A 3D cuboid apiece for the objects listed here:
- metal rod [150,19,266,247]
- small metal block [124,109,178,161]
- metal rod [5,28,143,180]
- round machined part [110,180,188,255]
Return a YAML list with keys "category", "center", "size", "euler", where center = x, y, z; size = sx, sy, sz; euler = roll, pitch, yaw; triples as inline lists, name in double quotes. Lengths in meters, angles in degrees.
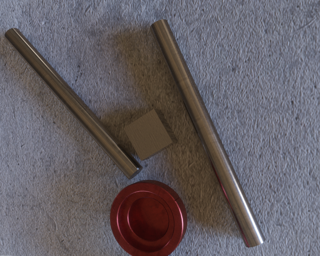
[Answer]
- category: "metal rod"
  center: [0.056, 0.000, 0.389]
  size: [0.025, 0.025, 0.299]
  euler: [-26, 82, 18]
- category: "small metal block"
  center: [-0.012, 0.009, 0.413]
  size: [0.050, 0.025, 0.050]
  euler: [-32, 80, 17]
- category: "metal rod"
  center: [-0.133, -0.043, 0.455]
  size: [0.300, 0.025, 0.025]
  euler: [46, 104, 14]
- category: "round machined part"
  center: [-0.011, 0.116, 0.404]
  size: [0.098, 0.042, 0.097]
  euler: [0, 90, 20]
